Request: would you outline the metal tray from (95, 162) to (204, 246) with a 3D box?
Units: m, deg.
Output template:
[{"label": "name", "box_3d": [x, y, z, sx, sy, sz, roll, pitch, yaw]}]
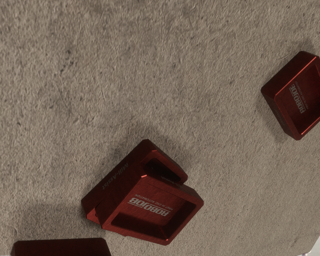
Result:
[{"label": "metal tray", "box_3d": [-0.010, 0.109, 0.427, 0.130, 0.030, 0.090, 32, 100, -39]}]

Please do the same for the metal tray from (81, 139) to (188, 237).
[{"label": "metal tray", "box_3d": [-0.034, 0.088, 0.440, 0.130, 0.030, 0.090, -44, 130, 2]}]

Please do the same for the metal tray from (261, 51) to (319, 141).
[{"label": "metal tray", "box_3d": [0.227, -0.048, 0.500, 0.090, 0.030, 0.130, -44, 130, 2]}]

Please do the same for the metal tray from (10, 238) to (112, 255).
[{"label": "metal tray", "box_3d": [-0.126, 0.194, 0.416, 0.131, 0.090, 0.030, 11, 113, -34]}]
